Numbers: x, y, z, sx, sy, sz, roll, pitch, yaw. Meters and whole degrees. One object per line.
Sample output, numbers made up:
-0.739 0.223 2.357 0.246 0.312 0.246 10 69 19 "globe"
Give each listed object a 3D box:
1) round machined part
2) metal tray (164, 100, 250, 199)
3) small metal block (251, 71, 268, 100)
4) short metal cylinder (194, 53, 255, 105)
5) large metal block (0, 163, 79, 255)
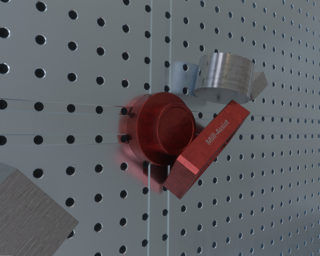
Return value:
0.009 0.001 0.406 0.099 0.042 0.097 0 90 -40 "round machined part"
0.064 0.029 0.423 0.030 0.089 0.131 39 57 14 "metal tray"
0.141 -0.068 0.511 0.050 0.050 0.025 -41 115 -32 "small metal block"
0.093 -0.069 0.452 0.080 0.080 0.050 18 79 -39 "short metal cylinder"
-0.137 0.090 0.279 0.080 0.050 0.080 -52 121 -27 "large metal block"
